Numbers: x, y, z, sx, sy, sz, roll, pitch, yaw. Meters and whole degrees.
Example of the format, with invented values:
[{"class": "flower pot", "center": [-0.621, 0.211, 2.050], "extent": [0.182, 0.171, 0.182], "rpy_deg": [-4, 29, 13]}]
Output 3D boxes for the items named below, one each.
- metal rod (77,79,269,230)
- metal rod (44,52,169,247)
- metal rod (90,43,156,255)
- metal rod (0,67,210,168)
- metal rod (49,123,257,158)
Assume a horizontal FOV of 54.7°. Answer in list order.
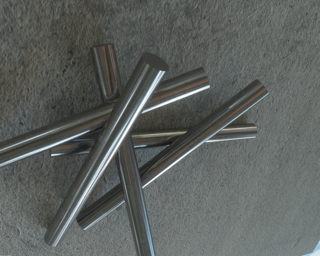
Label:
[{"class": "metal rod", "center": [0.010, 0.040, 0.407], "extent": [0.300, 0.025, 0.025], "rpy_deg": [-38, 130, 9]}, {"class": "metal rod", "center": [-0.074, 0.047, 0.339], "extent": [0.025, 0.025, 0.298], "rpy_deg": [10, 131, -33]}, {"class": "metal rod", "center": [-0.038, 0.051, 0.376], "extent": [0.025, 0.025, 0.298], "rpy_deg": [-17, 113, -19]}, {"class": "metal rod", "center": [-0.093, 0.001, 0.319], "extent": [0.301, 0.025, 0.025], "rpy_deg": [-21, 127, -2]}, {"class": "metal rod", "center": [0.010, 0.013, 0.419], "extent": [0.303, 0.025, 0.025], "rpy_deg": [-4, 120, -27]}]
